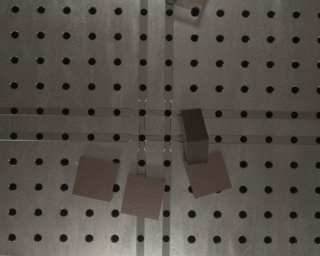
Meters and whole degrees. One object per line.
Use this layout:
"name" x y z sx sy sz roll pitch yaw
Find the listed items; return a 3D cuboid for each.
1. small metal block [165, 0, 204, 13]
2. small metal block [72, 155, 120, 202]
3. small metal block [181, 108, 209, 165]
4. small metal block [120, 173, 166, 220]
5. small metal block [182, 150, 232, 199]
"small metal block" 0.039 -0.190 0.414 0.050 0.025 0.050 18 90 -1
"small metal block" -0.084 0.066 0.412 0.050 0.025 0.050 12 90 -1
"small metal block" 0.043 0.011 0.391 0.025 0.050 0.050 -8 50 0
"small metal block" -0.022 0.090 0.413 0.050 0.025 0.050 11 90 -1
"small metal block" 0.062 0.061 0.414 0.050 0.025 0.050 -17 90 -1
